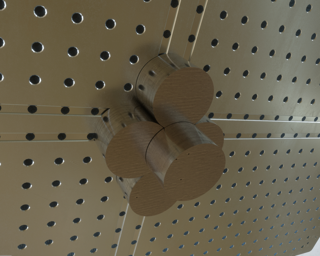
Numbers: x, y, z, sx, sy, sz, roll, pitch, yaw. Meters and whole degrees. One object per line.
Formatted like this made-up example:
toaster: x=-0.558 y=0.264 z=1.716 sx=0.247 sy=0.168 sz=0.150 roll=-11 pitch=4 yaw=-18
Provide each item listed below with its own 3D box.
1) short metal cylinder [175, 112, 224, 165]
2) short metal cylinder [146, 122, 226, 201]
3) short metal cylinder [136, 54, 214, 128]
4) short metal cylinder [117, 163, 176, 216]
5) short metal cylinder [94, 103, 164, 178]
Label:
short metal cylinder: x=0.040 y=0.016 z=0.426 sx=0.081 sy=0.050 sz=0.079 roll=-14 pitch=124 yaw=-21
short metal cylinder: x=0.030 y=0.040 z=0.370 sx=0.081 sy=0.050 sz=0.079 roll=-14 pitch=124 yaw=-21
short metal cylinder: x=0.018 y=-0.044 z=0.377 sx=0.081 sy=0.050 sz=0.079 roll=-14 pitch=125 yaw=-22
short metal cylinder: x=-0.014 y=0.075 z=0.433 sx=0.081 sy=0.050 sz=0.079 roll=-13 pitch=122 yaw=-22
short metal cylinder: x=-0.036 y=0.015 z=0.385 sx=0.081 sy=0.050 sz=0.079 roll=-14 pitch=124 yaw=-21
